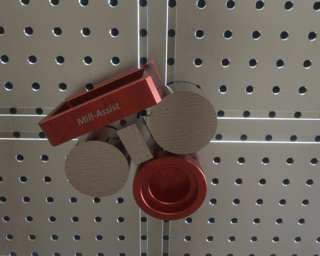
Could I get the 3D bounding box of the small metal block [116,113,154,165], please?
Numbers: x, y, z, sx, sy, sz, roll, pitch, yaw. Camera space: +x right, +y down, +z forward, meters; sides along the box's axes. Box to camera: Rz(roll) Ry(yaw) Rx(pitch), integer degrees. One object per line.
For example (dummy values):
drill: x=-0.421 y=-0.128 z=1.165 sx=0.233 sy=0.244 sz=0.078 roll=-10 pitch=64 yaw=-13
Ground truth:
small metal block: x=-0.030 y=0.012 z=0.399 sx=0.025 sy=0.050 sz=0.050 roll=-24 pitch=109 yaw=8

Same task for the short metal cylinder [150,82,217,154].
short metal cylinder: x=0.028 y=-0.013 z=0.391 sx=0.081 sy=0.050 sz=0.079 roll=0 pitch=110 yaw=0

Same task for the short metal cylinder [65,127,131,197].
short metal cylinder: x=-0.079 y=0.044 z=0.411 sx=0.081 sy=0.050 sz=0.079 roll=0 pitch=110 yaw=0

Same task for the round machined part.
round machined part: x=0.013 y=0.075 z=0.428 sx=0.099 sy=0.042 sz=0.097 roll=0 pitch=110 yaw=0

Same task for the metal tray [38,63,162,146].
metal tray: x=-0.064 y=-0.030 z=0.362 sx=0.130 sy=0.090 sz=0.030 roll=-22 pitch=109 yaw=8
